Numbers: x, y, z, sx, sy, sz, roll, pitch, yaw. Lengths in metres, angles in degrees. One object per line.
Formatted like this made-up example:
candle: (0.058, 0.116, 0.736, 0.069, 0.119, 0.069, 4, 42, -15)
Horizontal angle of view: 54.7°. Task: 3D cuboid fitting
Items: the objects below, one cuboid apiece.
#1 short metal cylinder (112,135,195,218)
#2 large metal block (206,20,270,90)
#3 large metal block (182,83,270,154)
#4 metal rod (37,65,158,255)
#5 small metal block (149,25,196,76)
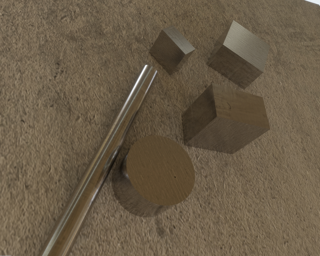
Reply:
short metal cylinder: (-0.008, 0.055, 0.350, 0.081, 0.050, 0.080, 14, 56, -21)
large metal block: (0.137, -0.127, 0.539, 0.080, 0.050, 0.080, 32, 52, -7)
large metal block: (0.086, -0.009, 0.420, 0.081, 0.080, 0.050, 12, 57, -22)
metal rod: (-0.061, 0.030, 0.352, 0.025, 0.025, 0.300, 30, 52, -9)
small metal block: (0.017, -0.117, 0.468, 0.050, 0.050, 0.025, 49, 51, 6)
